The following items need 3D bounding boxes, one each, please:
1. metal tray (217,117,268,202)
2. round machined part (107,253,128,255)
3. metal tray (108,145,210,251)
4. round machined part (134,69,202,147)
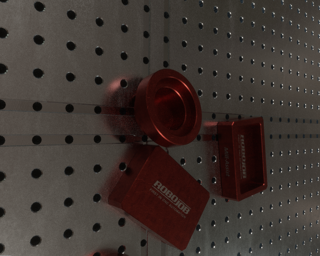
[{"bbox_3d":[0.143,0.049,0.528,0.091,0.030,0.129,-9,96,-40],"label":"metal tray"},{"bbox_3d":[-0.049,0.202,0.360,0.099,0.042,0.097,0,90,-40],"label":"round machined part"},{"bbox_3d":[0.005,0.093,0.413,0.130,0.030,0.090,45,63,-31],"label":"metal tray"},{"bbox_3d":[0.006,-0.023,0.396,0.099,0.042,0.098,15,68,-41],"label":"round machined part"}]
